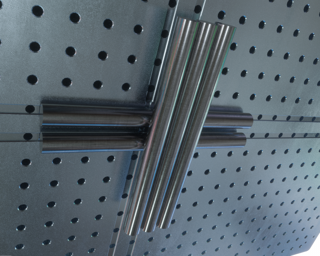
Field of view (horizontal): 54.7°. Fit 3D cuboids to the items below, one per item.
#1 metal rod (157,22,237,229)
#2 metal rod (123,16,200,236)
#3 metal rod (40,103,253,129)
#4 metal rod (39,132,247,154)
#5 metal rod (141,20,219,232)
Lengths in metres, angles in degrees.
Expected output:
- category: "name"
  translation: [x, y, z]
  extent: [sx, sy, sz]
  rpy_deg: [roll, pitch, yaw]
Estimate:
- category: "metal rod"
  translation: [0.039, 0.014, 0.411]
  extent: [0.025, 0.025, 0.298]
  rpy_deg: [1, 118, -29]
- category: "metal rod"
  translation: [-0.006, 0.016, 0.387]
  extent: [0.025, 0.025, 0.298]
  rpy_deg: [1, 118, -29]
- category: "metal rod"
  translation: [0.004, -0.013, 0.407]
  extent: [0.303, 0.025, 0.025]
  rpy_deg: [1, 118, -29]
- category: "metal rod"
  translation: [-0.002, 0.018, 0.423]
  extent: [0.303, 0.025, 0.025]
  rpy_deg: [1, 118, -29]
- category: "metal rod"
  translation: [0.017, 0.016, 0.400]
  extent: [0.025, 0.025, 0.298]
  rpy_deg: [1, 118, -29]
